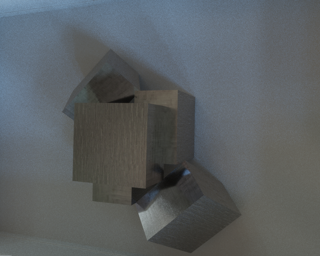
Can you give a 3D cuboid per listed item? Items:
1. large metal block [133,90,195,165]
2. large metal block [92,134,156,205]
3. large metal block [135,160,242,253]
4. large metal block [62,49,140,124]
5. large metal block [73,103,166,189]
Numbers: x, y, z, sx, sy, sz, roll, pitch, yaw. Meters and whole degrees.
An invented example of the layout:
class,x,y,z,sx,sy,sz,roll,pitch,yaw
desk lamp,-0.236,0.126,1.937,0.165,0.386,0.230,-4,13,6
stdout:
class,x,y,z,sx,sy,sz,roll,pitch,yaw
large metal block,0.008,-0.001,0.375,0.050,0.080,0.080,1,90,20
large metal block,-0.042,0.047,0.395,0.050,0.080,0.080,1,90,20
large metal block,0.033,0.094,0.360,0.080,0.080,0.050,-43,42,15
large metal block,-0.072,-0.048,0.397,0.050,0.080,0.080,40,105,-21
large metal block,-0.041,0.015,0.325,0.080,0.050,0.080,2,91,20
